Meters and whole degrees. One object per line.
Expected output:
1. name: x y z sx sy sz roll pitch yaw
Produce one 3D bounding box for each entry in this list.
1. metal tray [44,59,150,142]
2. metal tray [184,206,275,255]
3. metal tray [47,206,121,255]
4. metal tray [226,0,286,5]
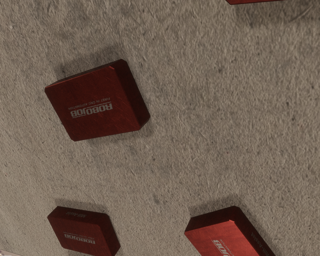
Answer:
1. metal tray: -0.088 -0.034 0.427 0.130 0.030 0.090 -10 114 32
2. metal tray: 0.109 0.182 0.458 0.090 0.030 0.130 -29 103 37
3. metal tray: -0.149 0.203 0.605 0.130 0.030 0.089 0 119 28
4. metal tray: 0.118 -0.153 0.246 0.130 0.030 0.089 5 121 25
